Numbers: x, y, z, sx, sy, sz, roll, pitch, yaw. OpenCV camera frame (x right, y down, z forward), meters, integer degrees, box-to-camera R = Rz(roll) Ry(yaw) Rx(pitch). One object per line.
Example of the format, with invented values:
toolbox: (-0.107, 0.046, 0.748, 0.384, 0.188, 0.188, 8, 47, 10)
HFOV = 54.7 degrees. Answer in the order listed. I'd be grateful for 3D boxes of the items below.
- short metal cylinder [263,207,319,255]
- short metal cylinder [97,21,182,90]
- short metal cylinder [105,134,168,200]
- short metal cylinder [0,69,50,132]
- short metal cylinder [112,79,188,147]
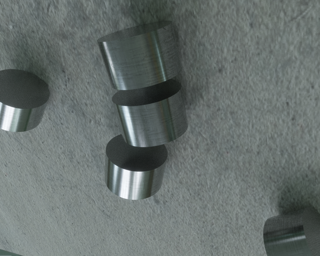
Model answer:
short metal cylinder: (0.169, 0.140, 0.369, 0.050, 0.080, 0.080, -33, 100, 38)
short metal cylinder: (-0.021, -0.079, 0.332, 0.080, 0.080, 0.050, 0, 118, 28)
short metal cylinder: (-0.033, 0.049, 0.418, 0.080, 0.080, 0.050, 20, 126, 16)
short metal cylinder: (-0.209, -0.041, 0.454, 0.080, 0.080, 0.050, 37, 129, 3)
short metal cylinder: (-0.011, -0.020, 0.363, 0.080, 0.080, 0.050, 2, 119, 27)
